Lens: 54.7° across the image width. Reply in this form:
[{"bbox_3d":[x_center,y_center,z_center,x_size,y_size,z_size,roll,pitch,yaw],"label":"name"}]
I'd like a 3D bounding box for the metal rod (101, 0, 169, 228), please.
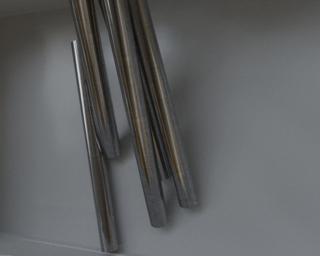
[{"bbox_3d":[-0.024,-0.010,0.352,0.025,0.025,0.298,-1,116,20],"label":"metal rod"}]

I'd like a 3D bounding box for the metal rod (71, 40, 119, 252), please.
[{"bbox_3d":[-0.093,0.023,0.443,0.025,0.025,0.298,-10,87,20],"label":"metal rod"}]

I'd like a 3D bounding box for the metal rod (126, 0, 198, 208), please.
[{"bbox_3d":[-0.001,-0.040,0.351,0.025,0.025,0.298,-9,110,20],"label":"metal rod"}]

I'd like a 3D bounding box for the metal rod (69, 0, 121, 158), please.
[{"bbox_3d":[-0.077,-0.087,0.351,0.025,0.025,0.298,10,128,20],"label":"metal rod"}]

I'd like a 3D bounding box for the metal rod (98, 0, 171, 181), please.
[{"bbox_3d":[-0.034,-0.070,0.355,0.025,0.025,0.298,-7,114,20],"label":"metal rod"}]
